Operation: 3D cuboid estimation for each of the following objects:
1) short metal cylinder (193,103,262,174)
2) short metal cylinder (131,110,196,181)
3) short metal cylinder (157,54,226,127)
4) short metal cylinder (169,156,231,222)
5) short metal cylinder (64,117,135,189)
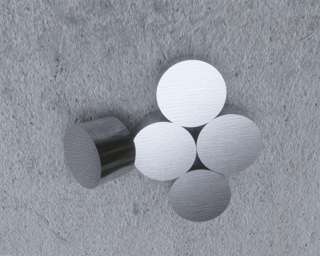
[{"bbox_3d":[0.085,0.012,0.403,0.081,0.050,0.079,0,110,0],"label":"short metal cylinder"},{"bbox_3d":[0.005,0.021,0.405,0.081,0.050,0.079,0,110,0],"label":"short metal cylinder"},{"bbox_3d":[0.036,-0.047,0.380,0.081,0.050,0.079,0,110,0],"label":"short metal cylinder"},{"bbox_3d":[0.053,0.081,0.428,0.081,0.050,0.079,0,110,0],"label":"short metal cylinder"},{"bbox_3d":[-0.076,0.029,0.386,0.080,0.050,0.079,17,115,41],"label":"short metal cylinder"}]
